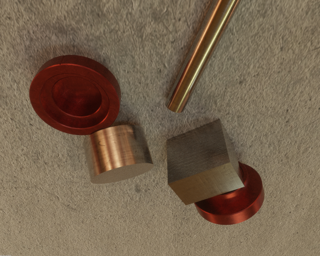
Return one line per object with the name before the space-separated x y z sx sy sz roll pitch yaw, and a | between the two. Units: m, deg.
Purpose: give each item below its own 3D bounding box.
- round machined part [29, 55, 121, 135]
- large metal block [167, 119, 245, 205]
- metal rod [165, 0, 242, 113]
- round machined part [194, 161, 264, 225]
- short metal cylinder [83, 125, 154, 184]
round machined part | -0.094 -0.041 0.360 0.099 0.042 0.097 0 130 0
large metal block | 0.057 0.044 0.409 0.080 0.080 0.050 -23 127 18
metal rod | 0.070 -0.134 0.293 0.025 0.025 0.298 16 129 -13
round machined part | 0.091 0.081 0.429 0.098 0.098 0.042 -15 123 12
short metal cylinder | -0.053 0.035 0.396 0.081 0.050 0.080 -15 161 -5
